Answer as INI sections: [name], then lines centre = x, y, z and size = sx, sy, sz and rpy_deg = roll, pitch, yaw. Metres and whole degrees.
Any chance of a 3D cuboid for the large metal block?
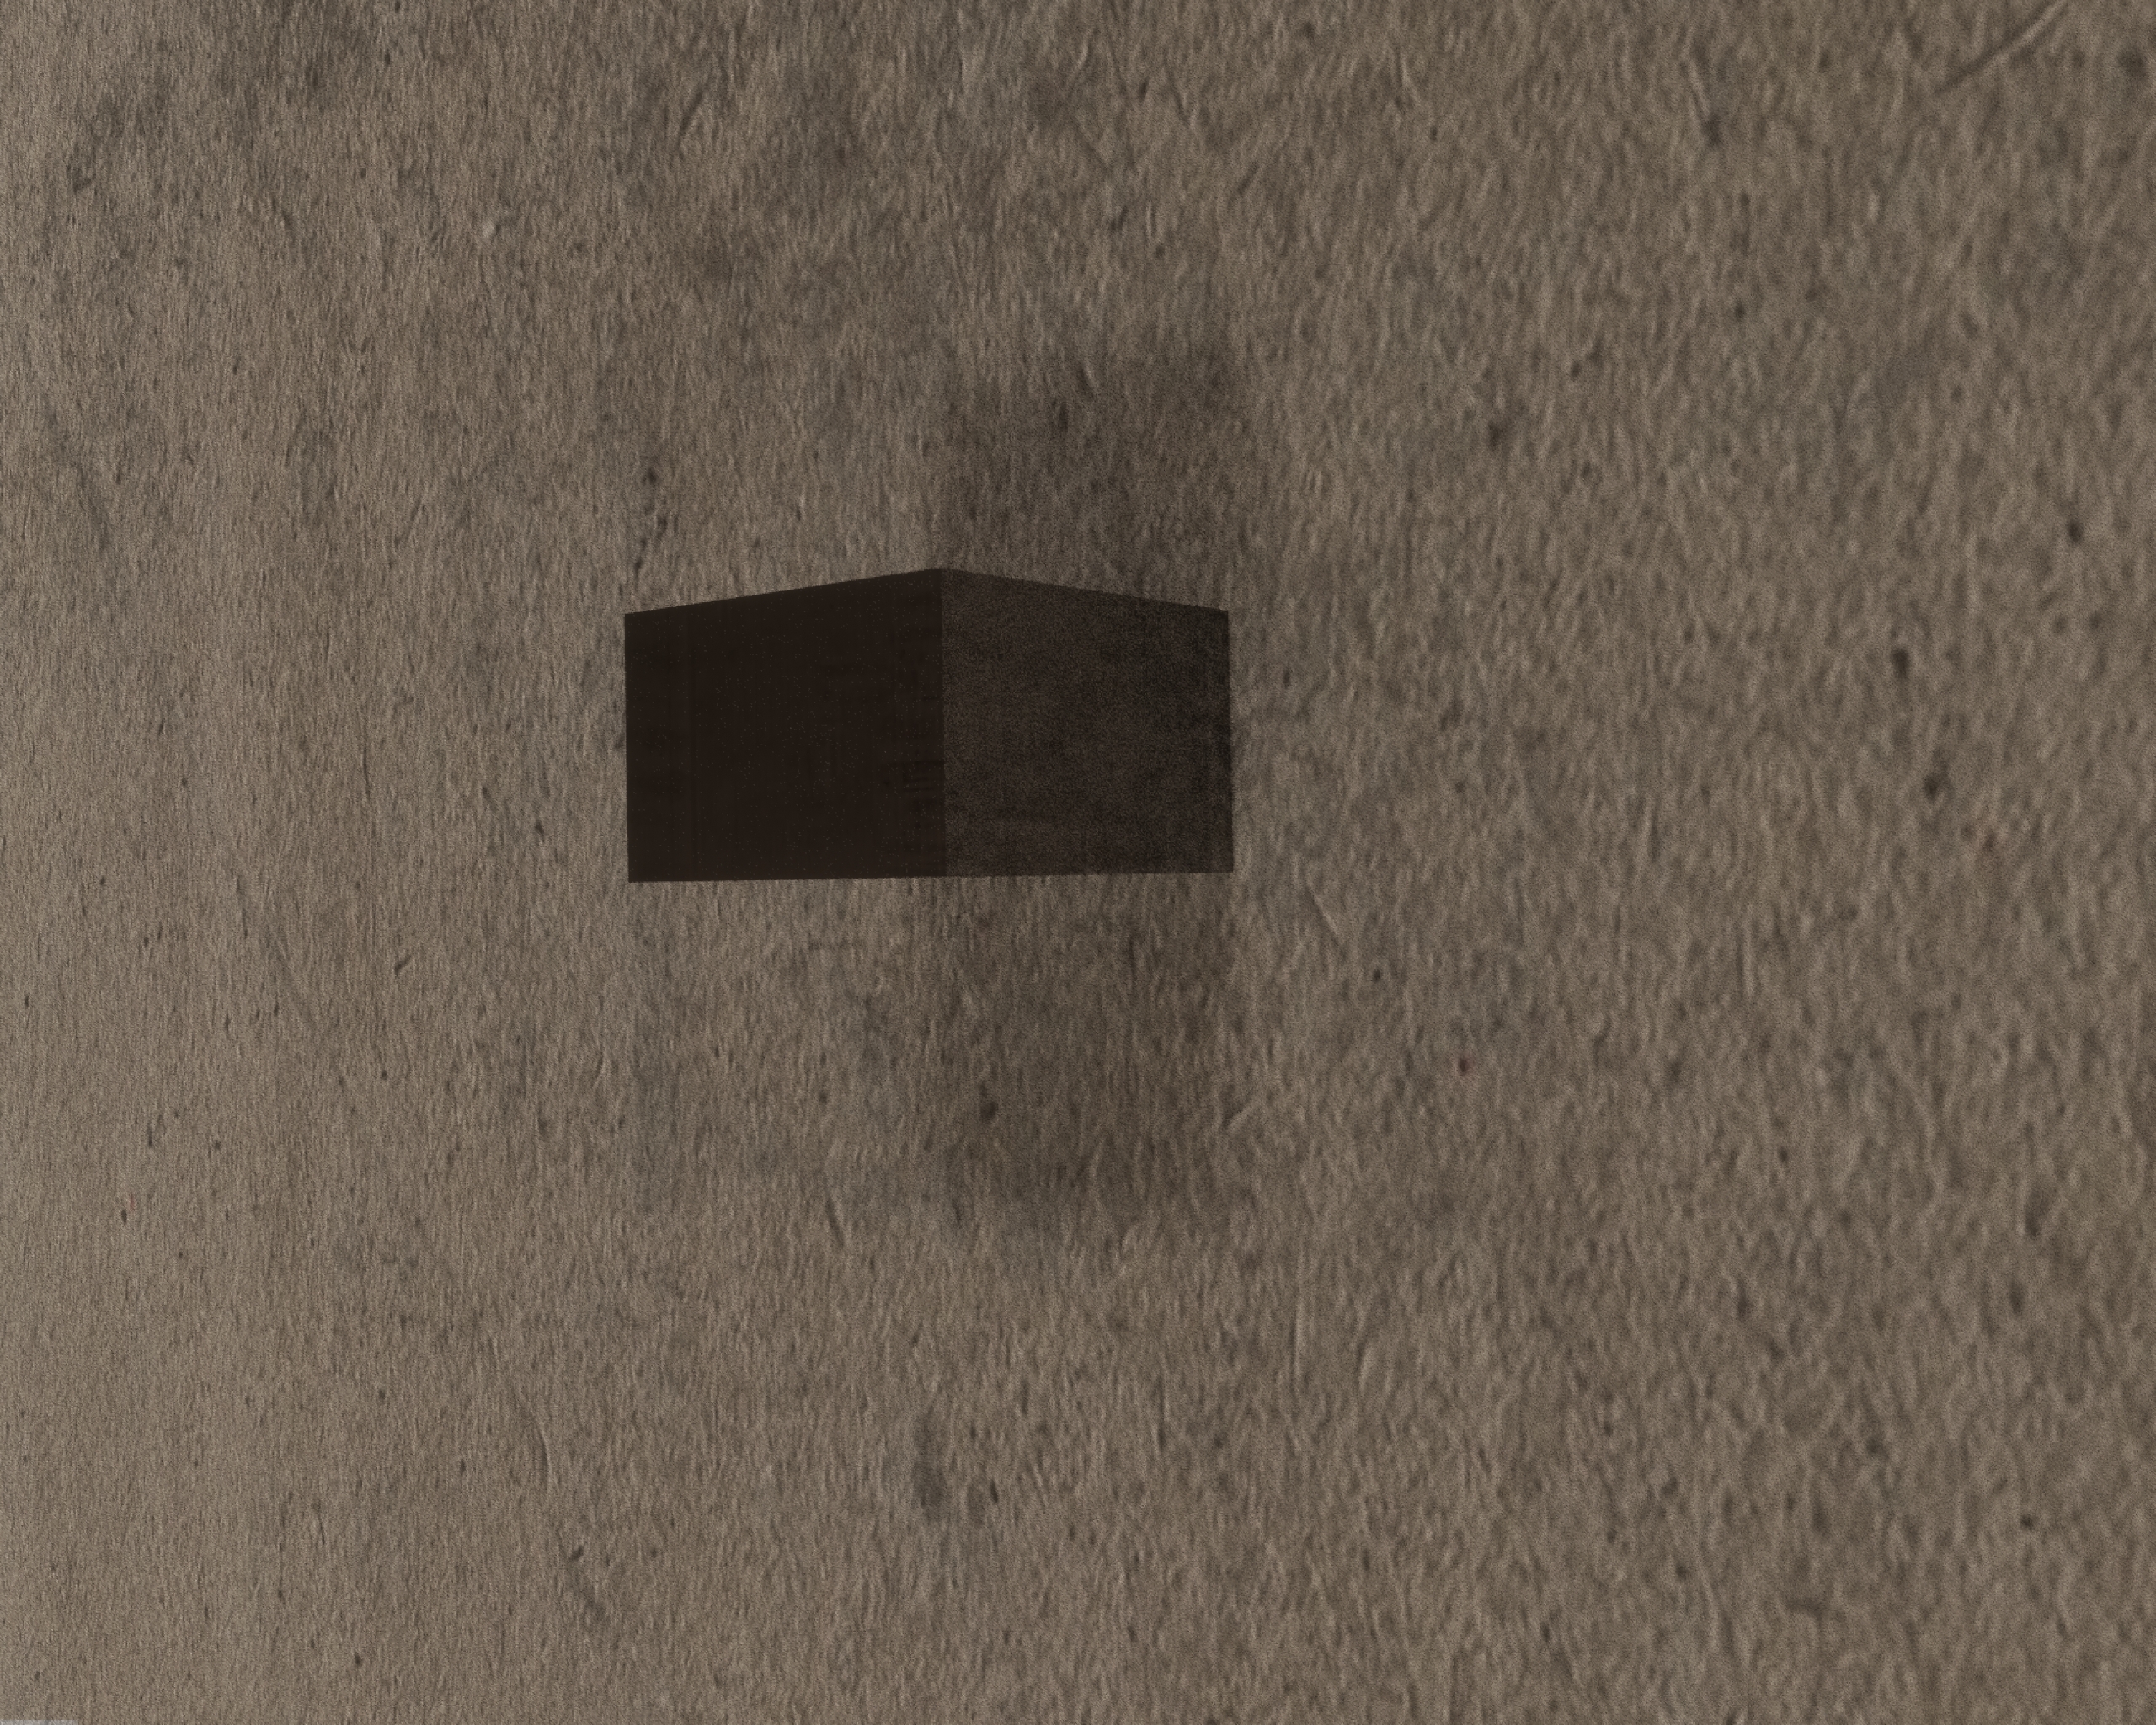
[large metal block]
centre = -0.027, -0.022, 0.391
size = 0.080, 0.081, 0.050
rpy_deg = -1, 89, 39
